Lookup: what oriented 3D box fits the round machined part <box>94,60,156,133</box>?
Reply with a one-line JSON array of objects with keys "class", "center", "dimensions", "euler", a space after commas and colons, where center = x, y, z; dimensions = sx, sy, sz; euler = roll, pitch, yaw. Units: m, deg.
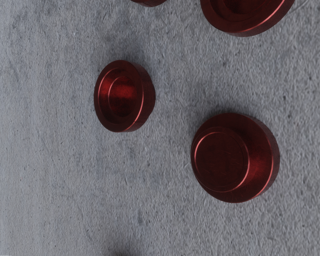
[{"class": "round machined part", "center": [-0.045, -0.043, 0.431], "dimensions": [0.098, 0.042, 0.097], "euler": [0, 90, 40]}]

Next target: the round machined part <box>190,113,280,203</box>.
[{"class": "round machined part", "center": [0.073, 0.032, 0.334], "dimensions": [0.098, 0.042, 0.097], "euler": [0, 90, 40]}]

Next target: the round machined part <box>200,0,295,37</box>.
[{"class": "round machined part", "center": [0.093, -0.142, 0.317], "dimensions": [0.098, 0.042, 0.097], "euler": [0, 90, 40]}]

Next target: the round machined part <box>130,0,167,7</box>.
[{"class": "round machined part", "center": [-0.004, -0.205, 0.397], "dimensions": [0.098, 0.042, 0.097], "euler": [0, 90, 40]}]
